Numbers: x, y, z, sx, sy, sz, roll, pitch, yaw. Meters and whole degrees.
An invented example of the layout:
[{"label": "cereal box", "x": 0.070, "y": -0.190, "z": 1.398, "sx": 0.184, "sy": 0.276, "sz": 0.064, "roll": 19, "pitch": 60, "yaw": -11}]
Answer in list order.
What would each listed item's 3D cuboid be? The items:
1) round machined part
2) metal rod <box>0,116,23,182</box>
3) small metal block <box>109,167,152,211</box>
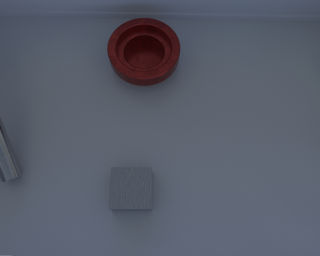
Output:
[{"label": "round machined part", "x": -0.022, "y": -0.102, "z": 0.438, "sx": 0.099, "sy": 0.042, "sz": 0.098, "roll": 0, "pitch": 70, "yaw": -1}, {"label": "metal rod", "x": -0.233, "y": -0.078, "z": 0.373, "sx": 0.025, "sy": 0.025, "sz": 0.298, "roll": -20, "pitch": 95, "yaw": -7}, {"label": "small metal block", "x": -0.035, "y": 0.075, "z": 0.382, "sx": 0.050, "sy": 0.025, "sz": 0.050, "roll": 0, "pitch": 70, "yaw": -1}]
